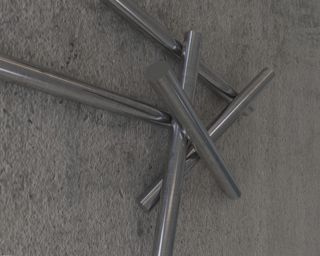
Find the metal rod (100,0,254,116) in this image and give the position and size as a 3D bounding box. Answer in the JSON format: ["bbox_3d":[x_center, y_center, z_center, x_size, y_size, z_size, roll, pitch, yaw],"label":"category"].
[{"bbox_3d":[0.045,-0.093,0.441,0.301,0.025,0.025,30,71,-36],"label":"metal rod"}]

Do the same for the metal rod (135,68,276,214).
[{"bbox_3d":[0.078,0.005,0.448,0.301,0.025,0.025,-43,117,-24],"label":"metal rod"}]

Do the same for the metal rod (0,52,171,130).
[{"bbox_3d":[-0.062,-0.032,0.352,0.302,0.025,0.025,16,80,-39],"label":"metal rod"}]

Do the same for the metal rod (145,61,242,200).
[{"bbox_3d":[0.059,0.027,0.397,0.025,0.025,0.300,-63,142,-21],"label":"metal rod"}]

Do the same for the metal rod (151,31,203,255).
[{"bbox_3d":[0.022,0.024,0.386,0.025,0.025,0.299,15,79,-39],"label":"metal rod"}]
